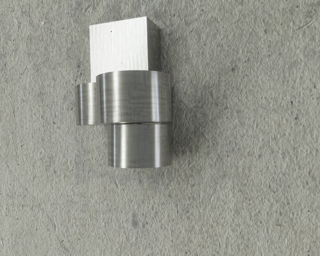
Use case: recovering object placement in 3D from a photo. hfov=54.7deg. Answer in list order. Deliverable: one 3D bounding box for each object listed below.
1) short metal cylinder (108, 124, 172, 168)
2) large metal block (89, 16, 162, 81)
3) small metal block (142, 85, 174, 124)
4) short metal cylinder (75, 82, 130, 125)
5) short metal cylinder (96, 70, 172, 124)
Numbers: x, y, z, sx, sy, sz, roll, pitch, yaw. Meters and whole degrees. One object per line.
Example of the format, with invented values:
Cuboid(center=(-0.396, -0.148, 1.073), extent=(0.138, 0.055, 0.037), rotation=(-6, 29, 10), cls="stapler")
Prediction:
Cuboid(center=(-0.025, 0.021, 0.390), extent=(0.080, 0.080, 0.050), rotation=(0, 90, 20), cls="short metal cylinder")
Cuboid(center=(-0.044, -0.095, 0.413), extent=(0.080, 0.050, 0.080), rotation=(-2, 89, 20), cls="large metal block")
Cuboid(center=(-0.002, -0.030, 0.400), extent=(0.025, 0.050, 0.050), rotation=(1, 91, 20), cls="small metal block")
Cuboid(center=(-0.069, -0.029, 0.406), extent=(0.080, 0.080, 0.050), rotation=(-2, 89, 20), cls="short metal cylinder")
Cuboid(center=(-0.028, -0.031, 0.338), extent=(0.080, 0.080, 0.050), rotation=(-2, 89, 20), cls="short metal cylinder")
